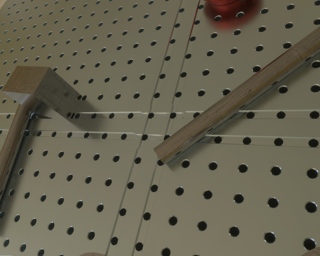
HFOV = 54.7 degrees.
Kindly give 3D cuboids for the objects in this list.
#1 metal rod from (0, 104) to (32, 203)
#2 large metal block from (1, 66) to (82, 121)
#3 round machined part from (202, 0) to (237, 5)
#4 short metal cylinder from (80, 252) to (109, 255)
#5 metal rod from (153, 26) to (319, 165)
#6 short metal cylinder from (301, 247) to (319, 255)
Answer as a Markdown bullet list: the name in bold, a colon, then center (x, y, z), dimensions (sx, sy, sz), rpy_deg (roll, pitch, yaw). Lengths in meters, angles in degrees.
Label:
- **metal rod**: center (-0.249, 0.023, 0.524), dimensions (0.025, 0.025, 0.299), rpy_deg (-8, 58, 24)
- **large metal block**: center (-0.192, -0.057, 0.509), dimensions (0.080, 0.080, 0.050), rpy_deg (8, 66, 32)
- **round machined part**: center (0.102, -0.234, 0.487), dimensions (0.098, 0.042, 0.098), rpy_deg (-13, 56, 21)
- **short metal cylinder**: center (-0.061, 0.174, 0.318), dimensions (0.080, 0.050, 0.080), rpy_deg (-13, 56, 21)
- **metal rod**: center (0.120, -0.054, 0.377), dimensions (0.300, 0.025, 0.025), rpy_deg (-36, 51, 3)
- **short metal cylinder**: center (0.140, 0.135, 0.235), dimensions (0.080, 0.050, 0.080), rpy_deg (-13, 56, 21)
